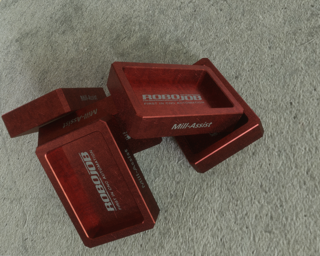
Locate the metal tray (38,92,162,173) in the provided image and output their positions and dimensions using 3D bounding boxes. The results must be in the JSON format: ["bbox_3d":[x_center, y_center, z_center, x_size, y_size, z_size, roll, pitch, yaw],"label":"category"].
[{"bbox_3d":[-0.074,0.010,0.395,0.130,0.090,0.030,-22,54,14],"label":"metal tray"}]

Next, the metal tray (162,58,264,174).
[{"bbox_3d":[0.053,-0.020,0.385,0.090,0.030,0.130,-33,52,6],"label":"metal tray"}]

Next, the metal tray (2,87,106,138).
[{"bbox_3d":[-0.136,-0.025,0.429,0.090,0.130,0.030,-22,92,15],"label":"metal tray"}]

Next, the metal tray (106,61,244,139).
[{"bbox_3d":[0.017,-0.034,0.345,0.131,0.030,0.090,-4,46,-28],"label":"metal tray"}]

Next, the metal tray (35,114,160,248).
[{"bbox_3d":[-0.068,0.061,0.346,0.090,0.030,0.129,-23,98,15],"label":"metal tray"}]
